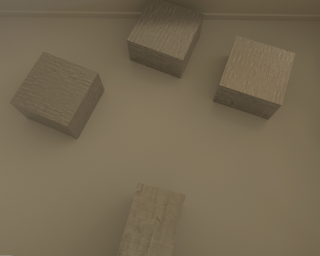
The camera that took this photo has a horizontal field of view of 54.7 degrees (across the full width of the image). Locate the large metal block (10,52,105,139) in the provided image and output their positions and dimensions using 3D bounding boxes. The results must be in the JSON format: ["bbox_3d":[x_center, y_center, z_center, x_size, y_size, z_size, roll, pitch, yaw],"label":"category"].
[{"bbox_3d":[-0.132,-0.043,0.411,0.080,0.050,0.080,22,71,8],"label":"large metal block"}]

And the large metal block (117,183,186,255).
[{"bbox_3d":[-0.008,0.112,0.339,0.050,0.080,0.080,14,71,5],"label":"large metal block"}]

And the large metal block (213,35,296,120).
[{"bbox_3d":[0.126,-0.068,0.422,0.080,0.050,0.080,19,71,7],"label":"large metal block"}]

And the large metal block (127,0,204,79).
[{"bbox_3d":[0.009,-0.129,0.443,0.080,0.050,0.080,21,71,7],"label":"large metal block"}]
